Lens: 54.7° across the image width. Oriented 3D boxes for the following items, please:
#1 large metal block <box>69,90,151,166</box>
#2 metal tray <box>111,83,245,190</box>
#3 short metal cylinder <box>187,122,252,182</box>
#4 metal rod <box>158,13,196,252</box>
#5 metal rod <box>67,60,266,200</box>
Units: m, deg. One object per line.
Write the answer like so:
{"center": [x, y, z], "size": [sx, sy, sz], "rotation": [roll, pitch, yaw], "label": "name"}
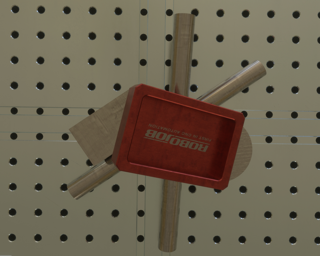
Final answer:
{"center": [-0.054, 0.000, 0.385], "size": [0.080, 0.080, 0.050], "rotation": [-34, 90, 0], "label": "large metal block"}
{"center": [0.022, 0.012, 0.341], "size": [0.131, 0.030, 0.089], "rotation": [14, 90, -19], "label": "metal tray"}
{"center": [0.072, 0.026, 0.401], "size": [0.081, 0.050, 0.079], "rotation": [0, 90, -1], "label": "short metal cylinder"}
{"center": [0.020, 0.013, 0.391], "size": [0.025, 0.025, 0.298], "rotation": [4, 99, -1], "label": "metal rod"}
{"center": [0.009, 0.002, 0.414], "size": [0.301, 0.025, 0.025], "rotation": [-34, 90, -1], "label": "metal rod"}
